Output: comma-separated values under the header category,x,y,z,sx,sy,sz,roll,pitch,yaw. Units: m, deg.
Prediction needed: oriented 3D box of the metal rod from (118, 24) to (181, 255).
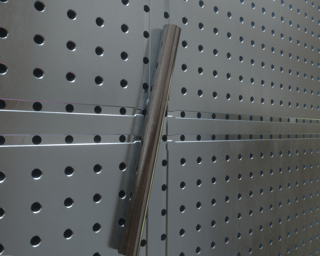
category,x,y,z,sx,sy,sz,roll,pitch,yaw
metal rod,-0.011,0.009,0.401,0.025,0.025,0.299,18,79,-39
